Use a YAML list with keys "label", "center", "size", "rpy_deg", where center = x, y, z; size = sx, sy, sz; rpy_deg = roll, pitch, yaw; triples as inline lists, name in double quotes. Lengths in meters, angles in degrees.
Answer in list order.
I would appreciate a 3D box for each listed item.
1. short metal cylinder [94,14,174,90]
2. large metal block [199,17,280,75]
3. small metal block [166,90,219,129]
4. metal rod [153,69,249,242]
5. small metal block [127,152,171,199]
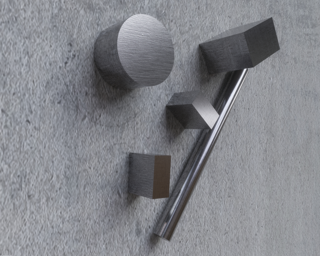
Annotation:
- label: "short metal cylinder"
  center: [-0.030, -0.087, 0.365]
  size: [0.081, 0.050, 0.079]
  rpy_deg: [0, 90, -40]
- label: "large metal block"
  center: [0.122, -0.124, 0.473]
  size: [0.081, 0.080, 0.050]
  rpy_deg: [-34, 112, -35]
- label: "small metal block"
  center: [0.045, -0.024, 0.428]
  size: [0.050, 0.050, 0.025]
  rpy_deg: [49, 61, -30]
- label: "metal rod"
  center: [0.070, 0.023, 0.465]
  size: [0.025, 0.025, 0.300]
  rpy_deg: [44, 64, -32]
- label: "small metal block"
  center: [-0.014, 0.057, 0.379]
  size: [0.025, 0.050, 0.050]
  rpy_deg: [5, 87, -40]
